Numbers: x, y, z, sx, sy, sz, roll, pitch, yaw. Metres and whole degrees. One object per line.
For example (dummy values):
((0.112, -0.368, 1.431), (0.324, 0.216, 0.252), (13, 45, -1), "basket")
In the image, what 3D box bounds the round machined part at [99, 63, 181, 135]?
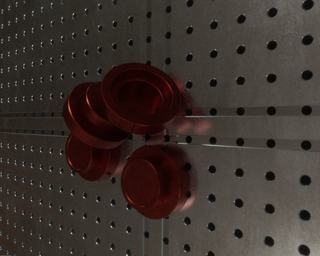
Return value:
((-0.026, -0.032, 0.389), (0.098, 0.099, 0.042), (59, 150, 23), "round machined part")

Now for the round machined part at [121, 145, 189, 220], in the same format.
((-0.013, 0.071, 0.407), (0.098, 0.042, 0.097), (0, 90, 39), "round machined part")

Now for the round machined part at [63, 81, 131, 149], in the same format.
((-0.076, -0.024, 0.419), (0.042, 0.099, 0.098), (-43, 64, 40), "round machined part")

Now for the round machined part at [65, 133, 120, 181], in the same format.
((-0.112, 0.035, 0.488), (0.098, 0.042, 0.097), (0, 90, 39), "round machined part")
